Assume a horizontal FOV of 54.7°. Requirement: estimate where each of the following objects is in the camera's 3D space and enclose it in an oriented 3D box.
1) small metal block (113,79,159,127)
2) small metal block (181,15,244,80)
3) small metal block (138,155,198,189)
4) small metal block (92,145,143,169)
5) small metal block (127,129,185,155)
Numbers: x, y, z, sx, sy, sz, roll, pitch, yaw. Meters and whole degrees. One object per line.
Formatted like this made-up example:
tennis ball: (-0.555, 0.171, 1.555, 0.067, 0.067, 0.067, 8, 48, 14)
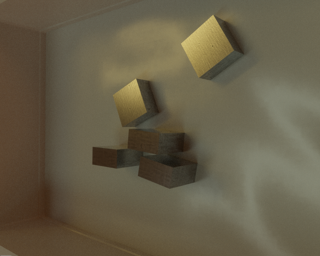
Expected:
small metal block: (-0.034, -0.034, 0.433, 0.050, 0.025, 0.050, -29, 72, 36)
small metal block: (0.059, -0.091, 0.356, 0.050, 0.025, 0.050, -36, 68, 33)
small metal block: (0.010, 0.051, 0.381, 0.050, 0.050, 0.025, 14, 99, 39)
small metal block: (-0.059, 0.039, 0.437, 0.050, 0.050, 0.025, 2, 92, 39)
small metal block: (-0.005, 0.016, 0.393, 0.050, 0.050, 0.025, 8, 95, 39)
